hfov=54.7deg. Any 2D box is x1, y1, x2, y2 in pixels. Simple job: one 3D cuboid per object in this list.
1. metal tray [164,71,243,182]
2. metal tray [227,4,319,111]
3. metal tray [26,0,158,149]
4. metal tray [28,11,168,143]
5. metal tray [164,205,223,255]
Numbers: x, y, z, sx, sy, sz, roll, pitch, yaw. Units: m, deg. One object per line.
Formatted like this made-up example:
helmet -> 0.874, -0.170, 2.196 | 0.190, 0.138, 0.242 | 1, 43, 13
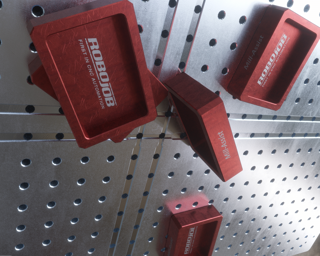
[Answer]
metal tray -> 0.057, 0.000, 0.401 | 0.030, 0.090, 0.130 | -32, 129, -8
metal tray -> 0.163, -0.094, 0.440 | 0.091, 0.030, 0.129 | 11, 113, -33
metal tray -> -0.059, -0.051, 0.305 | 0.091, 0.030, 0.129 | -23, 127, -15
metal tray -> -0.062, -0.051, 0.343 | 0.090, 0.030, 0.130 | -45, 130, 3
metal tray -> 0.059, 0.208, 0.571 | 0.091, 0.030, 0.129 | -7, 122, -25
